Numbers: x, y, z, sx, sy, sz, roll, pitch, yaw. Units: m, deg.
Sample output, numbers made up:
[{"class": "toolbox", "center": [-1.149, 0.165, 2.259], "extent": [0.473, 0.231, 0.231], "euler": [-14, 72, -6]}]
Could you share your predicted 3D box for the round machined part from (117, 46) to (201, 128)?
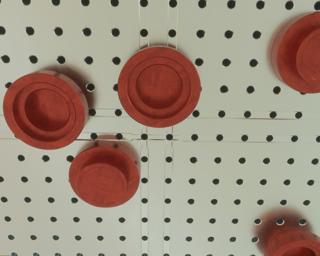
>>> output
[{"class": "round machined part", "center": [-0.001, -0.053, 0.385], "extent": [0.099, 0.042, 0.097], "euler": [0, 110, 0]}]

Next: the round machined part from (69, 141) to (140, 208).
[{"class": "round machined part", "center": [-0.077, 0.070, 0.430], "extent": [0.099, 0.042, 0.097], "euler": [0, 110, 0]}]

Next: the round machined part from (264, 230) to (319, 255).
[{"class": "round machined part", "center": [0.209, 0.199, 0.479], "extent": [0.099, 0.042, 0.097], "euler": [0, 110, 0]}]

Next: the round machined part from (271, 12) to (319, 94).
[{"class": "round machined part", "center": [0.190, -0.088, 0.373], "extent": [0.099, 0.042, 0.097], "euler": [0, 110, 0]}]

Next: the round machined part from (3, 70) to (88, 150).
[{"class": "round machined part", "center": [-0.140, -0.025, 0.394], "extent": [0.099, 0.042, 0.097], "euler": [0, 110, 0]}]
